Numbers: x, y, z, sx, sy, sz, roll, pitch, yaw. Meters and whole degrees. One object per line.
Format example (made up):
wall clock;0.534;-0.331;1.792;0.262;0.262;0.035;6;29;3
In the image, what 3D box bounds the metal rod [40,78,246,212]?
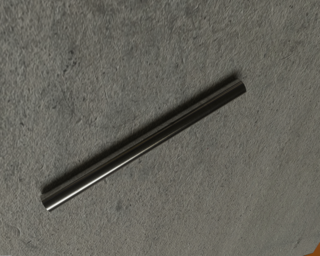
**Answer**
metal rod;-0.015;0.018;0.411;0.301;0.025;0.025;-31;129;-8
